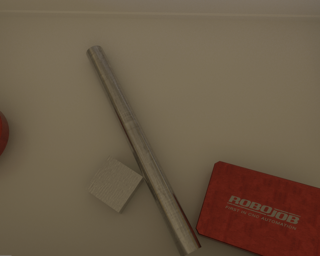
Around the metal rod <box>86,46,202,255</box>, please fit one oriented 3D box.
[{"bbox_3d":[-0.030,0.012,0.393,0.025,0.025,0.299,-24,68,-9],"label":"metal rod"}]

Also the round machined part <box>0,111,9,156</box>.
[{"bbox_3d":[-0.241,0.013,0.393,0.099,0.042,0.098,0,70,-1],"label":"round machined part"}]

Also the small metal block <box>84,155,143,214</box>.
[{"bbox_3d":[-0.055,0.070,0.383,0.050,0.025,0.050,32,73,10],"label":"small metal block"}]

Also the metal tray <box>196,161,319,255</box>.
[{"bbox_3d":[0.117,0.100,0.360,0.130,0.030,0.090,15,70,16],"label":"metal tray"}]
